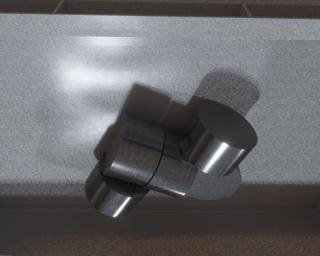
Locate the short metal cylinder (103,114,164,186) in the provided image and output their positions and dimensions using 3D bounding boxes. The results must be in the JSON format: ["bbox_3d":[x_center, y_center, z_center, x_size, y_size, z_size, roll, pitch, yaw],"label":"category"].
[{"bbox_3d":[-0.035,0.028,0.394,0.050,0.080,0.079,20,127,-17],"label":"short metal cylinder"}]

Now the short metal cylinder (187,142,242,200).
[{"bbox_3d":[0.071,0.058,0.440,0.081,0.050,0.079,0,130,0],"label":"short metal cylinder"}]

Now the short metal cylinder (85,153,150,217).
[{"bbox_3d":[-0.058,0.076,0.435,0.080,0.080,0.050,23,126,-19],"label":"short metal cylinder"}]

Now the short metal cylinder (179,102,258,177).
[{"bbox_3d":[0.071,0.013,0.383,0.081,0.080,0.050,18,128,-15],"label":"short metal cylinder"}]

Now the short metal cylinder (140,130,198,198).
[{"bbox_3d":[0.011,0.047,0.412,0.050,0.080,0.079,21,127,-17],"label":"short metal cylinder"}]
